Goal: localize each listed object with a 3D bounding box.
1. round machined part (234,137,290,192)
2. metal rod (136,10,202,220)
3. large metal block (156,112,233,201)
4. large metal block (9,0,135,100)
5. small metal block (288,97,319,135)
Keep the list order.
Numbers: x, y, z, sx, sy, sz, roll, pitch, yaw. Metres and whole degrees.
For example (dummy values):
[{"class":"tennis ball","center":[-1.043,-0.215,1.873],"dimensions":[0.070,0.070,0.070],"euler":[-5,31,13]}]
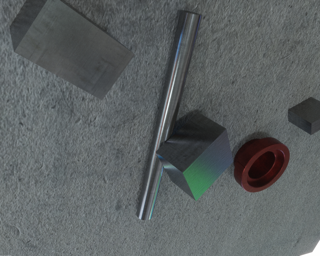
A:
[{"class":"round machined part","center":[0.164,0.057,0.521],"dimensions":[0.099,0.042,0.097],"euler":[-14,124,-21]},{"class":"metal rod","center":[0.005,0.002,0.410],"dimensions":[0.025,0.025,0.298],"euler":[-2,119,-28]},{"class":"large metal block","center":[0.050,0.040,0.424],"dimensions":[0.080,0.050,0.080],"euler":[-43,141,-15]},{"class":"large metal block","center":[-0.081,-0.079,0.278],"dimensions":[0.080,0.080,0.050],"euler":[30,102,-38]},{"class":"small metal block","center":[0.251,-0.021,0.515],"dimensions":[0.050,0.050,0.025],"euler":[-28,128,-11]}]
